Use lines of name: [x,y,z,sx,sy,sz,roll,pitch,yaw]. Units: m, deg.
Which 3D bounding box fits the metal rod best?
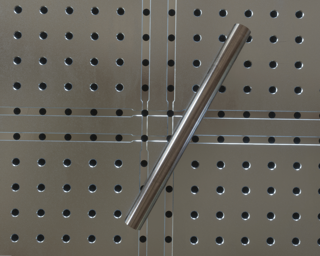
metal rod: [0.037,-0.002,0.413,0.025,0.025,0.299,29,90,0]
